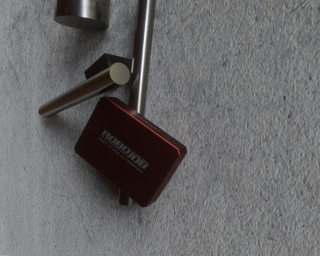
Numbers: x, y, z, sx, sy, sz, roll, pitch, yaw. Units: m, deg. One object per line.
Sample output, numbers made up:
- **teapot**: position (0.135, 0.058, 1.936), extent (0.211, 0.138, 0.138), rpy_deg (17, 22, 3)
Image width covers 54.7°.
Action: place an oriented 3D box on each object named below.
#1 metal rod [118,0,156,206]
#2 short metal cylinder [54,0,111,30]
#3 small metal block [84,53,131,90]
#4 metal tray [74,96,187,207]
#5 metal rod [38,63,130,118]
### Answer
- **metal rod**: position (-0.032, -0.041, 0.431), extent (0.025, 0.025, 0.298), rpy_deg (10, 96, 39)
- **short metal cylinder**: position (-0.116, -0.182, 0.465), extent (0.080, 0.081, 0.050), rpy_deg (8, 95, 39)
- **small metal block**: position (-0.072, -0.080, 0.448), extent (0.050, 0.050, 0.025), rpy_deg (-30, 71, 36)
- **metal tray**: position (-0.041, 0.028, 0.407), extent (0.130, 0.030, 0.090), rpy_deg (35, 105, 18)
- **metal rod**: position (-0.130, -0.046, 0.464), extent (0.299, 0.025, 0.025), rpy_deg (-9, 84, 54)
